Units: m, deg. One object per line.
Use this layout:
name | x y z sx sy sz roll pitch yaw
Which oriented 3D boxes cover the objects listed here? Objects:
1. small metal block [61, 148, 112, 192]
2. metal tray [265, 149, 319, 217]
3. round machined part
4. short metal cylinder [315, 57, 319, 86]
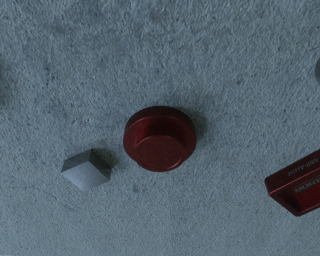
small metal block | -0.108 0.063 0.460 0.050 0.025 0.050 -24 127 18
metal tray | 0.242 0.081 0.476 0.130 0.030 0.090 -37 122 27
round machined part | 0.000 0.022 0.415 0.099 0.042 0.097 -1 130 0
short metal cylinder | 0.224 -0.060 0.344 0.081 0.050 0.079 0 130 0
